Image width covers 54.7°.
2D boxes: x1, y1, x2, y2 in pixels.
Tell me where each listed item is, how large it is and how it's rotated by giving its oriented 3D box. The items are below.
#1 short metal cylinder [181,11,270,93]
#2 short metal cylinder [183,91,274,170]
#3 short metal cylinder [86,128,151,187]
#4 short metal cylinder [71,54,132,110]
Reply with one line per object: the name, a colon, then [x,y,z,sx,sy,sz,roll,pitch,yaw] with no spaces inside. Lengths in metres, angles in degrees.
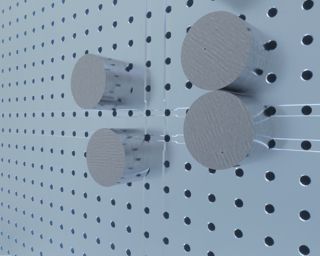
short metal cylinder: [0.070,-0.078,0.334,0.080,0.050,0.079,0,90,39]
short metal cylinder: [0.073,0.002,0.332,0.080,0.050,0.079,0,90,39]
short metal cylinder: [-0.059,0.040,0.440,0.080,0.050,0.079,0,90,39]
short metal cylinder: [-0.088,-0.067,0.463,0.080,0.050,0.079,0,90,39]
